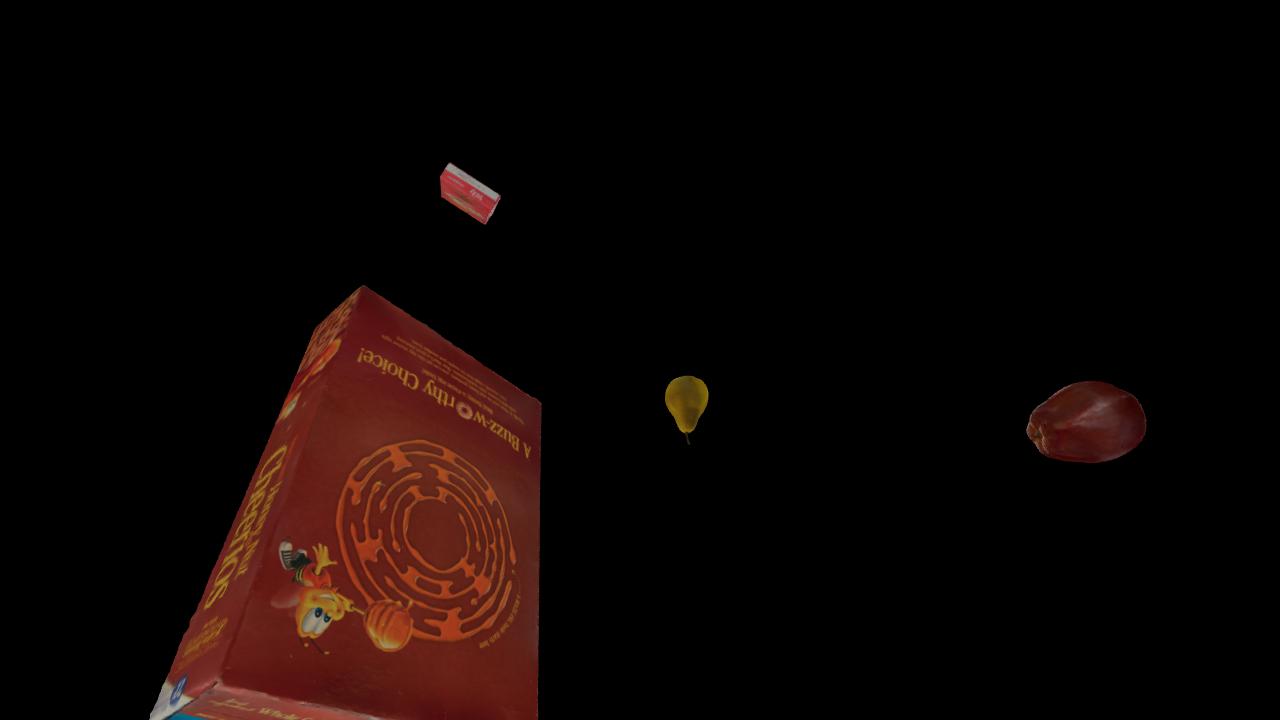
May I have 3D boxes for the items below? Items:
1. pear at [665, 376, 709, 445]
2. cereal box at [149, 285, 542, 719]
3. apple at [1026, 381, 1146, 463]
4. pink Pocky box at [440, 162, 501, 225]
[{"bbox_3d":[0.076,0.082,1.021,0.080,0.111,0.080,5,-38,4],"label":"pear"},{"bbox_3d":[-0.167,0.111,0.446,0.081,0.306,0.203,-33,-50,23],"label":"cereal box"},{"bbox_3d":[0.428,0.062,0.590,0.093,0.079,0.079,-19,-2,4],"label":"apple"},{"bbox_3d":[-0.262,-0.251,0.942,0.084,0.029,0.155,32,-5,-17],"label":"pink Pocky box"}]
